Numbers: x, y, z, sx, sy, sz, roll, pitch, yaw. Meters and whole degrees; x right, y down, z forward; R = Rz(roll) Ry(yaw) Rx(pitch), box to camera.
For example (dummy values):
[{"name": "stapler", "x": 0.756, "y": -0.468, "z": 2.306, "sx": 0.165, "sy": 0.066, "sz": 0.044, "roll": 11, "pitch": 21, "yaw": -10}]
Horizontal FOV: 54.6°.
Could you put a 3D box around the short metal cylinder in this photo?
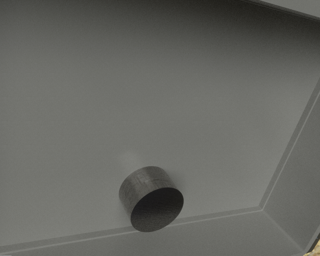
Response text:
[{"name": "short metal cylinder", "x": -0.013, "y": 0.102, "z": 0.448, "sx": 0.081, "sy": 0.050, "sz": 0.080, "roll": -14, "pitch": 124, "yaw": -21}]
